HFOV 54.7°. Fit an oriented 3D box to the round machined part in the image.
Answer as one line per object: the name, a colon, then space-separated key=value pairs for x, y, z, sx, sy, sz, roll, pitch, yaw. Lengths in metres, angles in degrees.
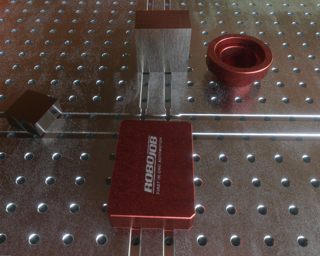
round machined part: x=0.121 y=-0.102 z=0.484 sx=0.099 sy=0.042 sz=0.098 roll=0 pitch=50 yaw=0

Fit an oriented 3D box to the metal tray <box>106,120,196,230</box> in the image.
metal tray: x=-0.007 y=0.049 z=0.363 sx=0.091 sy=0.030 sz=0.130 roll=2 pitch=50 yaw=1

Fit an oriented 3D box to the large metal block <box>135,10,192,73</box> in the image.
large metal block: x=0.004 y=-0.134 z=0.485 sx=0.081 sy=0.080 sz=0.050 roll=-1 pitch=50 yaw=-1

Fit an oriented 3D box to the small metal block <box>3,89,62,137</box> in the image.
small metal block: x=-0.172 y=-0.021 z=0.423 sx=0.050 sy=0.025 sz=0.050 roll=18 pitch=52 yaw=14
